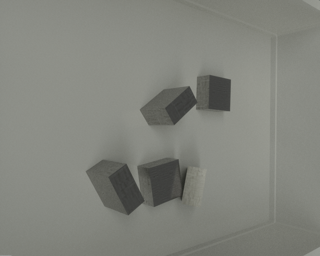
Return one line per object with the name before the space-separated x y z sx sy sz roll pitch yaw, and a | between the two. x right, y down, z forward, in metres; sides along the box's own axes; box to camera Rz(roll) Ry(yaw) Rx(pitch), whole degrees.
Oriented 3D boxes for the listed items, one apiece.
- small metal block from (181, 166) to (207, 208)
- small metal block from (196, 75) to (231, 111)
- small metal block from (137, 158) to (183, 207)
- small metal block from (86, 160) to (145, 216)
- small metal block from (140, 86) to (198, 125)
small metal block | 0.047 0.080 0.428 0.050 0.025 0.050 63 37 -79
small metal block | 0.083 -0.052 0.475 0.050 0.025 0.050 3 88 -40
small metal block | 0.001 0.070 0.407 0.050 0.025 0.050 -12 98 -39
small metal block | -0.051 0.065 0.348 0.025 0.050 0.050 -36 113 -34
small metal block | 0.011 -0.028 0.399 0.050 0.050 0.025 -43 117 -31
